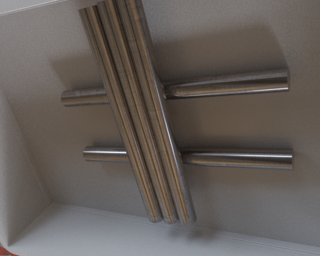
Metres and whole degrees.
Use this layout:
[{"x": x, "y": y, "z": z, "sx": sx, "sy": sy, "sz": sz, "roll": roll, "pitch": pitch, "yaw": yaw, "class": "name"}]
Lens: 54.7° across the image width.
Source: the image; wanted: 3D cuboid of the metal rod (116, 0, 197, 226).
[{"x": 0.003, "y": -0.004, "z": 0.369, "sx": 0.025, "sy": 0.025, "sz": 0.298, "roll": -1, "pitch": 118, "yaw": 29, "class": "metal rod"}]

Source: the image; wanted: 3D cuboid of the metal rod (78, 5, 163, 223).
[{"x": -0.040, "y": 0.000, "z": 0.395, "sx": 0.025, "sy": 0.025, "sz": 0.298, "roll": -1, "pitch": 118, "yaw": 29, "class": "metal rod"}]

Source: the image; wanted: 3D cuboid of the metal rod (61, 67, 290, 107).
[{"x": -0.003, "y": -0.046, "z": 0.381, "sx": 0.300, "sy": 0.025, "sz": 0.025, "roll": -1, "pitch": 118, "yaw": 28, "class": "metal rod"}]

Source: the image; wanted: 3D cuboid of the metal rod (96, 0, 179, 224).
[{"x": -0.018, "y": -0.002, "z": 0.382, "sx": 0.025, "sy": 0.025, "sz": 0.298, "roll": -1, "pitch": 118, "yaw": 29, "class": "metal rod"}]

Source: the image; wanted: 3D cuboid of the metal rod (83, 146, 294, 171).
[{"x": 0.018, "y": 0.038, "z": 0.421, "sx": 0.300, "sy": 0.025, "sz": 0.025, "roll": -1, "pitch": 118, "yaw": 28, "class": "metal rod"}]
